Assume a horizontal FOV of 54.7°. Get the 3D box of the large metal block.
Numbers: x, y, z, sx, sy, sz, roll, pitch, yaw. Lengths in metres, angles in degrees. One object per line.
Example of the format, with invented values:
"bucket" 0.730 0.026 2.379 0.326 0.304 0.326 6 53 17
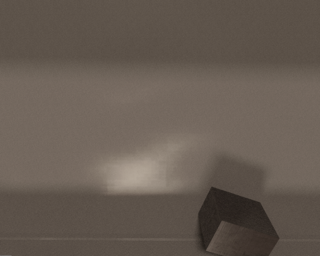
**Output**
"large metal block" 0.105 0.135 0.433 0.080 0.080 0.050 19 109 -7
